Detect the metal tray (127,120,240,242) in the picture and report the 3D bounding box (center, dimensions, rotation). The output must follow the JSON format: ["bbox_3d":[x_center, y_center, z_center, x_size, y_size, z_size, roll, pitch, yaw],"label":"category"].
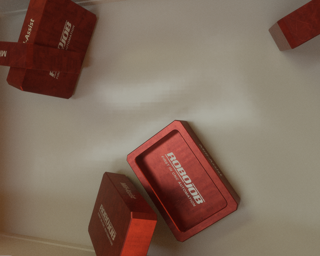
[{"bbox_3d":[0.028,0.065,0.397,0.090,0.030,0.130,-37,78,16],"label":"metal tray"}]

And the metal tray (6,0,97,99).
[{"bbox_3d":[-0.145,-0.110,0.425,0.030,0.090,0.129,23,98,26],"label":"metal tray"}]

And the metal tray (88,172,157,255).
[{"bbox_3d":[-0.052,0.118,0.381,0.030,0.130,0.089,14,97,-25],"label":"metal tray"}]

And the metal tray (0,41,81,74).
[{"bbox_3d":[-0.188,-0.099,0.432,0.130,0.090,0.030,11,100,27],"label":"metal tray"}]

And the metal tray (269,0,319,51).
[{"bbox_3d":[0.180,-0.125,0.309,0.130,0.090,0.030,-29,94,17],"label":"metal tray"}]
